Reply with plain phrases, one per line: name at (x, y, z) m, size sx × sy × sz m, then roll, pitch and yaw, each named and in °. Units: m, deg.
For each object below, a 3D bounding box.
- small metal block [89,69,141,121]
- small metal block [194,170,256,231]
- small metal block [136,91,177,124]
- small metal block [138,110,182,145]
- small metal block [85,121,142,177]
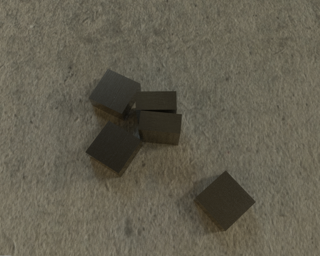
small metal block at (-0.060, -0.045, 0.424) m, size 0.050 × 0.025 × 0.050 m, roll 26°, pitch 72°, yaw 8°
small metal block at (0.077, 0.089, 0.377) m, size 0.050 × 0.025 × 0.050 m, roll -39°, pitch 75°, yaw -13°
small metal block at (-0.005, -0.026, 0.404) m, size 0.050 × 0.050 × 0.025 m, roll -1°, pitch 70°, yaw -1°
small metal block at (0.000, 0.001, 0.395) m, size 0.050 × 0.050 × 0.025 m, roll 5°, pitch 70°, yaw 1°
small metal block at (-0.058, 0.027, 0.398) m, size 0.050 × 0.025 × 0.050 m, roll 31°, pitch 73°, yaw 10°
